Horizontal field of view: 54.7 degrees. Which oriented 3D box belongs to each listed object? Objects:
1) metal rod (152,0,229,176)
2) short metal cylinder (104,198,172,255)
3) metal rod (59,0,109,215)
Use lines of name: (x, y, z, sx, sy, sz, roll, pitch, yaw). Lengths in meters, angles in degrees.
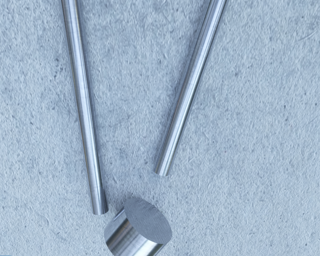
metal rod: (0.044, -0.074, 0.382, 0.025, 0.025, 0.298, 15, 109, -6)
short metal cylinder: (-0.030, 0.145, 0.434, 0.080, 0.080, 0.050, 34, 107, -12)
metal rod: (-0.095, -0.020, 0.401, 0.025, 0.025, 0.298, -3, 110, 1)
